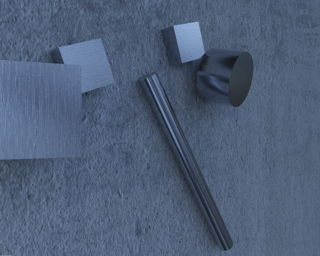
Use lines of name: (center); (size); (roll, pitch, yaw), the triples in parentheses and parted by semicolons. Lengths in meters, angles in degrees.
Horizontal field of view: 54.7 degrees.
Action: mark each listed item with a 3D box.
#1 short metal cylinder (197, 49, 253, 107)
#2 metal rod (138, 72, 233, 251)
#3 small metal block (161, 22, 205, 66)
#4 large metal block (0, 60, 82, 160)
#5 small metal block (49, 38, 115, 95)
short metal cylinder: (0.097, -0.075, 0.457); (0.081, 0.050, 0.079); (-27, 125, -46)
metal rod: (0.045, 0.060, 0.444); (0.025, 0.025, 0.299); (-40, 114, -33)
small metal block: (0.034, -0.118, 0.435); (0.050, 0.025, 0.050); (-24, 105, -38)
large metal block: (-0.114, -0.015, 0.278); (0.081, 0.050, 0.079); (0, 90, -20)
small metal block: (-0.083, -0.066, 0.336); (0.050, 0.025, 0.050); (-27, 107, -37)
